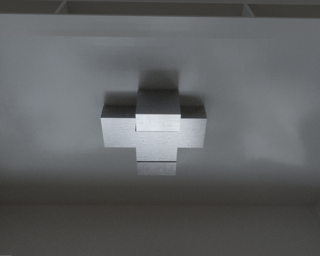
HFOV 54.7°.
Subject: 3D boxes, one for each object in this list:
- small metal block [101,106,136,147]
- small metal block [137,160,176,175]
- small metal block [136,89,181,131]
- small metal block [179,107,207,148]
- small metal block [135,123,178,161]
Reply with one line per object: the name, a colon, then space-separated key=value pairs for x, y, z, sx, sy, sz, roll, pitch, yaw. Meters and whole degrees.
small metal block: x=-0.048 y=-0.001 z=0.405 sx=0.050 sy=0.025 sz=0.050 roll=0 pitch=130 yaw=-1
small metal block: x=-0.004 y=0.037 z=0.420 sx=0.050 sy=0.050 sz=0.025 roll=0 pitch=130 yaw=-1
small metal block: x=-0.002 y=-0.022 z=0.371 sx=0.050 sy=0.050 sz=0.025 roll=0 pitch=130 yaw=-1
small metal block: x=0.032 y=-0.001 z=0.406 sx=0.050 sy=0.025 sz=0.050 roll=0 pitch=130 yaw=-1
small metal block: x=-0.004 y=0.015 z=0.385 sx=0.050 sy=0.025 sz=0.050 roll=0 pitch=130 yaw=-1
